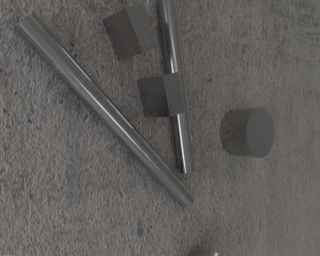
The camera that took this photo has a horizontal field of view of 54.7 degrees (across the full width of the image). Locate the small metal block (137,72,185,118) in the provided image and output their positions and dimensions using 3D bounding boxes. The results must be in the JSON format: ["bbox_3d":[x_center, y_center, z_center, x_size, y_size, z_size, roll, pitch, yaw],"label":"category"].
[{"bbox_3d":[0.001,-0.041,0.389,0.025,0.050,0.050,-19,102,-39],"label":"small metal block"}]

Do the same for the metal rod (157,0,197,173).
[{"bbox_3d":[0.020,-0.087,0.420,0.025,0.025,0.298,-13,98,-39],"label":"metal rod"}]

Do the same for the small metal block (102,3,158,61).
[{"bbox_3d":[-0.035,-0.110,0.359,0.025,0.050,0.050,-33,111,-35],"label":"small metal block"}]

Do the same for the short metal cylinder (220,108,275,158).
[{"bbox_3d":[0.144,0.008,0.510,0.081,0.050,0.079,0,90,-40],"label":"short metal cylinder"}]

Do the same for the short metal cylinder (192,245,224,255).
[{"bbox_3d":[0.080,0.206,0.436,0.080,0.080,0.050,38,67,-34],"label":"short metal cylinder"}]

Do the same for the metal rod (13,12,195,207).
[{"bbox_3d":[-0.046,-0.001,0.366,0.300,0.025,0.025,51,60,-28],"label":"metal rod"}]
